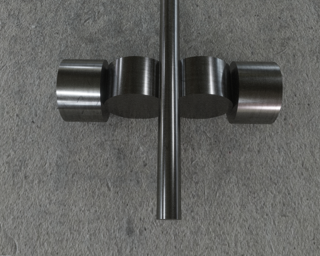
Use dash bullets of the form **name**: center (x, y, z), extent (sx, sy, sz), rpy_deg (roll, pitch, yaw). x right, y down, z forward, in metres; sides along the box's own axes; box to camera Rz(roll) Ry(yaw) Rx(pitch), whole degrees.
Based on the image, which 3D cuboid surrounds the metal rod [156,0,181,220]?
- **metal rod**: center (0.011, -0.048, 0.362), extent (0.025, 0.025, 0.299), rpy_deg (1, 70, 0)

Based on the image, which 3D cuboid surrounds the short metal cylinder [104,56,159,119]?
- **short metal cylinder**: center (-0.029, -0.049, 0.398), extent (0.080, 0.080, 0.050), rpy_deg (1, 70, 0)

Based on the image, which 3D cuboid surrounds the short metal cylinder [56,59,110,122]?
- **short metal cylinder**: center (-0.094, -0.047, 0.397), extent (0.050, 0.080, 0.080), rpy_deg (1, 70, 0)

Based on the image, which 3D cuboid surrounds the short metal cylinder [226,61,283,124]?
- **short metal cylinder**: center (0.117, -0.045, 0.398), extent (0.050, 0.080, 0.080), rpy_deg (1, 70, 0)

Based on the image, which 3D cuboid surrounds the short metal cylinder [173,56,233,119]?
- **short metal cylinder**: center (0.051, -0.049, 0.398), extent (0.080, 0.080, 0.050), rpy_deg (1, 70, 0)
